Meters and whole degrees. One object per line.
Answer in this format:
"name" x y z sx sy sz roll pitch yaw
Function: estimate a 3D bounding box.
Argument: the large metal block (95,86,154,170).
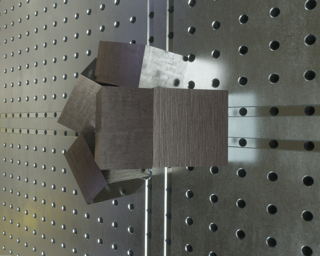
"large metal block" -0.042 0.000 0.338 0.080 0.050 0.080 -179 91 -74

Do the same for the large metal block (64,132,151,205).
"large metal block" -0.073 0.052 0.433 0.050 0.081 0.080 -47 63 29

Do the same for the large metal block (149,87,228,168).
"large metal block" 0.027 0.000 0.341 0.050 0.081 0.080 179 92 -77

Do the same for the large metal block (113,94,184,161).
"large metal block" -0.016 -0.002 0.407 0.080 0.050 0.080 1 91 40

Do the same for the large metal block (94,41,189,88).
"large metal block" -0.024 -0.075 0.394 0.080 0.081 0.050 17 101 39

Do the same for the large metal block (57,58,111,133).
"large metal block" -0.096 -0.045 0.446 0.050 0.080 0.080 29 116 -11
